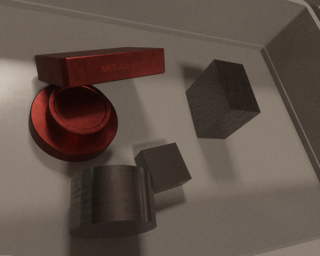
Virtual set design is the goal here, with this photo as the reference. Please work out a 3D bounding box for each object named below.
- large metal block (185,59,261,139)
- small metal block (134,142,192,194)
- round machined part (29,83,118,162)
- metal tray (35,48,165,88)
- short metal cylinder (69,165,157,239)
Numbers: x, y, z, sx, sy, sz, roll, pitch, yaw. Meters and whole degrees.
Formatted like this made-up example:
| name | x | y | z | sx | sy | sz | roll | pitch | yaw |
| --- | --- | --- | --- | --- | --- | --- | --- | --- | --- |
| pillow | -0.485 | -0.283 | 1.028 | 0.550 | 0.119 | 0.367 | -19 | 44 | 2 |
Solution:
| name | x | y | z | sx | sy | sz | roll | pitch | yaw |
| --- | --- | --- | --- | --- | --- | --- | --- | --- | --- |
| large metal block | 0.086 | -0.038 | 0.442 | 0.050 | 0.080 | 0.080 | 3 | 60 | -27 |
| small metal block | 0.003 | 0.049 | 0.379 | 0.050 | 0.025 | 0.050 | -11 | 67 | -33 |
| round machined part | -0.095 | -0.014 | 0.353 | 0.099 | 0.042 | 0.098 | 14 | 56 | -21 |
| metal tray | -0.071 | -0.077 | 0.376 | 0.131 | 0.090 | 0.030 | -16 | 112 | -35 |
| short metal cylinder | -0.046 | 0.074 | 0.302 | 0.081 | 0.080 | 0.050 | 7 | 59 | -25 |
